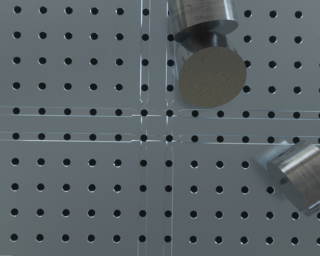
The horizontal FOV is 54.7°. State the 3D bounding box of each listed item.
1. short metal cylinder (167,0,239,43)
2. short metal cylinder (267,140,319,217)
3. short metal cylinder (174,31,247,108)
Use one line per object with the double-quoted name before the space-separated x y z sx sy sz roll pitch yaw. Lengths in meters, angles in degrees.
"short metal cylinder" 0.053 -0.143 0.385 0.080 0.080 0.050 -10 89 0
"short metal cylinder" 0.180 0.062 0.387 0.050 0.080 0.080 -33 90 0
"short metal cylinder" 0.060 -0.072 0.382 0.081 0.050 0.079 -2 127 -3
